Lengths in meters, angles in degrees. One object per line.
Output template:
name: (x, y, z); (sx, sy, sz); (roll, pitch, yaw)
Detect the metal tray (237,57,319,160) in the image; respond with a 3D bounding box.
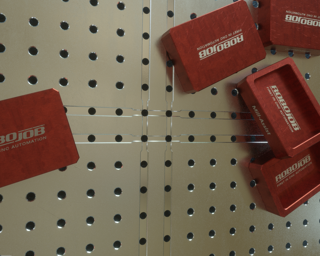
metal tray: (0.185, -0.030, 0.460); (0.091, 0.030, 0.130); (-26, 84, -18)

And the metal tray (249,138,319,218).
metal tray: (0.213, 0.067, 0.487); (0.131, 0.030, 0.090); (-28, 99, -18)

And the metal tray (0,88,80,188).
metal tray: (-0.168, 0.015, 0.348); (0.131, 0.030, 0.090); (-18, 96, -19)

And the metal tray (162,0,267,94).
metal tray: (0.079, -0.115, 0.438); (0.131, 0.030, 0.090); (-28, 99, -18)

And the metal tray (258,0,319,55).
metal tray: (0.219, -0.167, 0.490); (0.131, 0.030, 0.090); (1, 90, -20)
